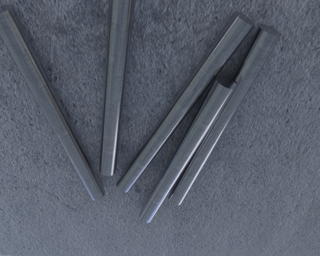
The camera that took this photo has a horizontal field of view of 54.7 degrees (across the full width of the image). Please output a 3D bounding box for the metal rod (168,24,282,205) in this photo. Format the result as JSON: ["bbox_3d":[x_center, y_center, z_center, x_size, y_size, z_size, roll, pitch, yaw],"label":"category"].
[{"bbox_3d":[0.070,0.007,0.413,0.025,0.025,0.298,13,129,-11],"label":"metal rod"}]

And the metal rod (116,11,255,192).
[{"bbox_3d":[0.015,-0.011,0.397,0.025,0.025,0.298,22,127,-18],"label":"metal rod"}]

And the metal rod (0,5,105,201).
[{"bbox_3d":[-0.128,-0.005,0.400,0.025,0.025,0.298,-9,130,7],"label":"metal rod"}]

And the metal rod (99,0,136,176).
[{"bbox_3d":[-0.053,-0.050,0.363,0.025,0.025,0.298,7,130,-6],"label":"metal rod"}]

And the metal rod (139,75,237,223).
[{"bbox_3d":[0.025,0.051,0.441,0.025,0.025,0.298,15,131,-13],"label":"metal rod"}]
